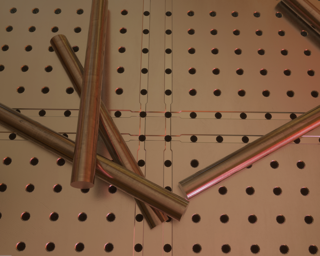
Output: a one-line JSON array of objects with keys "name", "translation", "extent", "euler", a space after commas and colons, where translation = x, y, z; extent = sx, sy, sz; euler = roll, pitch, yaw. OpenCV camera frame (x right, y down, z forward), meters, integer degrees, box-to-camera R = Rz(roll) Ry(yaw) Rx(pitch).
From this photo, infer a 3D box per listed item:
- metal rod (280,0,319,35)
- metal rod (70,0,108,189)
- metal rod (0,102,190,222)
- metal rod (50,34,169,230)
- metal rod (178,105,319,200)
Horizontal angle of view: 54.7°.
[{"name": "metal rod", "translation": [0.292, -0.103, 0.452], "extent": [0.025, 0.025, 0.300], "euler": [-36, 74, -12]}, {"name": "metal rod", "translation": [-0.089, -0.068, 0.408], "extent": [0.025, 0.025, 0.299], "euler": [-2, 60, -1]}, {"name": "metal rod", "translation": [-0.104, 0.031, 0.381], "extent": [0.301, 0.025, 0.025], "euler": [25, 72, 15]}, {"name": "metal rod", "translation": [-0.075, -0.007, 0.413], "extent": [0.025, 0.025, 0.299], "euler": [-28, 73, -10]}, {"name": "metal rod", "translation": [0.161, 0.011, 0.409], "extent": [0.302, 0.025, 0.025], "euler": [-27, 73, -10]}]
